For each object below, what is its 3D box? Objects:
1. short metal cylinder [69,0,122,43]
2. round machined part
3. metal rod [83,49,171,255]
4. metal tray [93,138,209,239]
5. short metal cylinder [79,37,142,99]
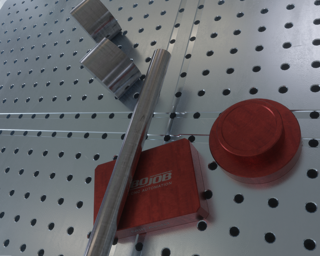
[{"bbox_3d":[-0.113,-0.189,0.549,0.050,0.080,0.080,-42,51,0],"label":"short metal cylinder"},{"bbox_3d":[0.101,0.008,0.340,0.098,0.042,0.098,-13,56,21],"label":"round machined part"},{"bbox_3d":[-0.036,0.030,0.369,0.025,0.025,0.300,2,63,29],"label":"metal rod"},{"bbox_3d":[-0.015,0.073,0.368,0.130,0.030,0.090,-18,54,17],"label":"metal tray"},{"bbox_3d":[-0.074,-0.089,0.466,0.050,0.080,0.080,-47,51,-4],"label":"short metal cylinder"}]
